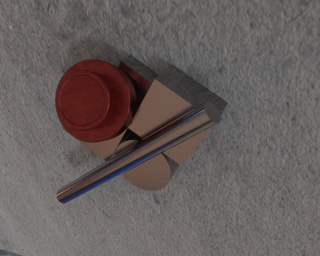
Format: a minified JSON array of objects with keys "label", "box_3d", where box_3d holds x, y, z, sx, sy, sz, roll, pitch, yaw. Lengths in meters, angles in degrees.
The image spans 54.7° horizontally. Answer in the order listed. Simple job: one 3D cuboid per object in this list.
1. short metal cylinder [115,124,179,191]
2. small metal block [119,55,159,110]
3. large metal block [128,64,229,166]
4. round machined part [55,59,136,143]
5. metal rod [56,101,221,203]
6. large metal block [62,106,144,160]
[{"label":"short metal cylinder","box_3d":[-0.013,0.038,0.420,0.080,0.050,0.079,13,124,20]},{"label":"small metal block","box_3d":[-0.031,-0.054,0.389,0.050,0.025,0.050,37,129,3]},{"label":"large metal block","box_3d":[0.021,-0.015,0.371,0.080,0.050,0.079,36,129,4]},{"label":"round machined part","box_3d":[-0.081,-0.031,0.362,0.098,0.042,0.097,1,93,17]},{"label":"metal rod","box_3d":[-0.050,0.045,0.396,0.299,0.025,0.025,-31,101,38]},{"label":"large metal block","box_3d":[-0.076,-0.014,0.421,0.080,0.050,0.079,36,129,3]}]
